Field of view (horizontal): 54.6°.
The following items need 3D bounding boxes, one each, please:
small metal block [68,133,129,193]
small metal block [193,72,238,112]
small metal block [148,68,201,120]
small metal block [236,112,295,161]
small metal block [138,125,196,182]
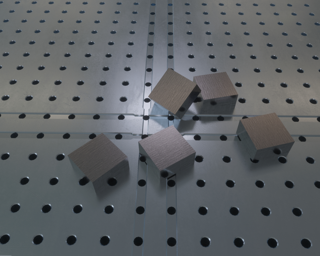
[{"bbox_3d":[-0.073,0.041,0.373,0.050,0.025,0.050,-35,59,-26],"label":"small metal block"},{"bbox_3d":[0.079,-0.053,0.453,0.050,0.025,0.050,-10,51,-8],"label":"small metal block"},{"bbox_3d":[0.021,-0.048,0.434,0.050,0.025,0.050,35,90,26],"label":"small metal block"},{"bbox_3d":[0.134,0.011,0.400,0.050,0.025,0.050,-11,51,-9],"label":"small metal block"},{"bbox_3d":[0.008,0.030,0.382,0.050,0.025,0.050,-26,55,-20],"label":"small metal block"}]
